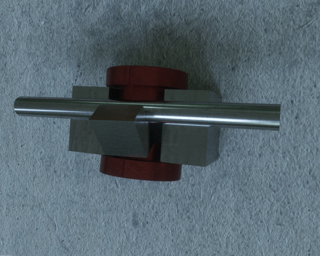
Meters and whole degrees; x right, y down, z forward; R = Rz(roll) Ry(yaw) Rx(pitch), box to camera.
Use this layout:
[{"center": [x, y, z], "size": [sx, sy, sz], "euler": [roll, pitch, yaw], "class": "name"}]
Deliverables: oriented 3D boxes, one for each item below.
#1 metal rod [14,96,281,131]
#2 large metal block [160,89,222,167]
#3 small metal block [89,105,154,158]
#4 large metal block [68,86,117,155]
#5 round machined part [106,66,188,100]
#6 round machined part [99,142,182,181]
[{"center": [-0.031, -0.018, 0.336], "size": [0.301, 0.025, 0.025], "euler": [4, 91, 20], "class": "metal rod"}, {"center": [0.040, -0.001, 0.367], "size": [0.050, 0.080, 0.079], "euler": [4, 92, 20], "class": "large metal block"}, {"center": [-0.039, 0.003, 0.324], "size": [0.050, 0.025, 0.050], "euler": [2, 131, 21], "class": "small metal block"}, {"center": [-0.072, -0.010, 0.406], "size": [0.050, 0.080, 0.079], "euler": [5, 92, 20], "class": "large metal block"}, {"center": [-0.016, -0.047, 0.377], "size": [0.098, 0.098, 0.042], "euler": [4, 92, 20], "class": "round machined part"}, {"center": [-0.022, 0.036, 0.379], "size": [0.098, 0.098, 0.042], "euler": [5, 87, 20], "class": "round machined part"}]
